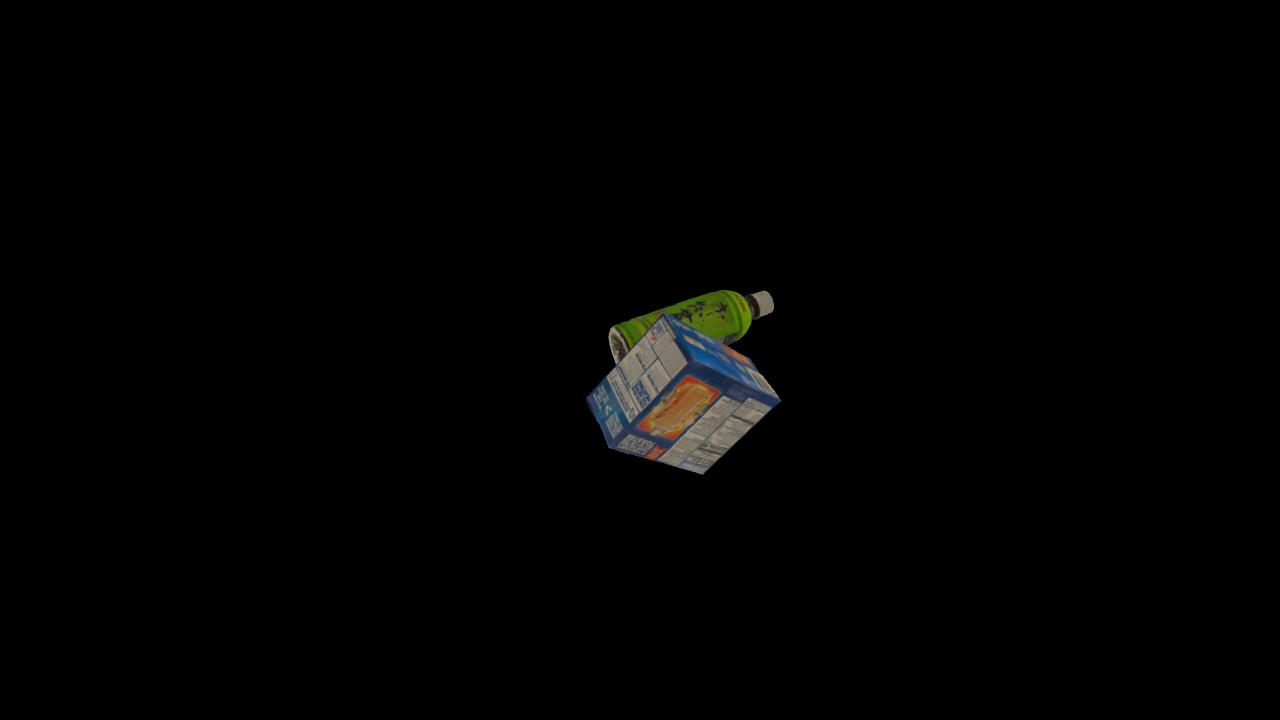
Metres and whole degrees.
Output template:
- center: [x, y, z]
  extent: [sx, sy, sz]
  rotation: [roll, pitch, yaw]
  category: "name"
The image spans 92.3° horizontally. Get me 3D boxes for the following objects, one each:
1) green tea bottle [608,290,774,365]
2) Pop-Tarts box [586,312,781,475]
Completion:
- center: [0.069, -0.040, 0.751]
  extent: [0.212, 0.073, 0.073]
  rotation: [-18, 7, -20]
  category: "green tea bottle"
- center: [0.051, 0.045, 0.712]
  extent: [0.167, 0.141, 0.083]
  rotation: [24, 27, -41]
  category: "Pop-Tarts box"
